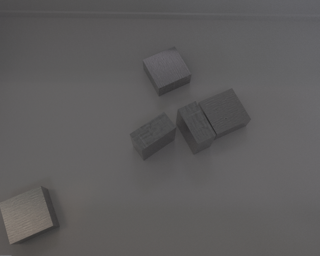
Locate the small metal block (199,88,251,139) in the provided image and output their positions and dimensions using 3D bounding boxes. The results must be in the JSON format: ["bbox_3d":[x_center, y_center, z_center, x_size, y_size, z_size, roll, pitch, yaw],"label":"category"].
[{"bbox_3d":[0.085,-0.018,0.417,0.050,0.025,0.050,-24,72,-9],"label":"small metal block"}]

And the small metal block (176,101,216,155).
[{"bbox_3d":[0.044,0.001,0.396,0.025,0.050,0.050,-26,72,-9],"label":"small metal block"}]

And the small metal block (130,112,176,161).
[{"bbox_3d":[-0.008,0.012,0.392,0.050,0.050,0.025,-34,74,-11],"label":"small metal block"}]

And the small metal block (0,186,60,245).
[{"bbox_3d":[-0.155,0.104,0.370,0.050,0.025,0.050,-23,72,-8],"label":"small metal block"}]

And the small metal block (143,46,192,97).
[{"bbox_3d":[0.010,-0.080,0.439,0.050,0.025,0.050,-25,72,-9],"label":"small metal block"}]
